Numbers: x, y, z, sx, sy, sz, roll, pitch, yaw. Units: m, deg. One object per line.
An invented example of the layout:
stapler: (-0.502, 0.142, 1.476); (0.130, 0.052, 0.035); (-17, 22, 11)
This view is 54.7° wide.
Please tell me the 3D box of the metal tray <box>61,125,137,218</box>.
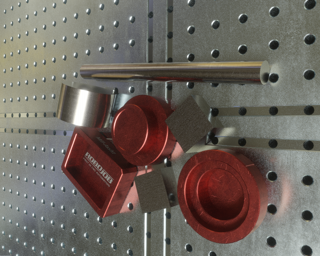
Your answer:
metal tray: (-0.101, 0.065, 0.489); (0.130, 0.030, 0.089); (38, 114, 33)

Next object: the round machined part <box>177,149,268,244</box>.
round machined part: (0.071, 0.071, 0.340); (0.098, 0.042, 0.097); (0, 90, 40)

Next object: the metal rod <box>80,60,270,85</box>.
metal rod: (-0.006, -0.075, 0.414); (0.300, 0.025, 0.025); (9, 96, 39)

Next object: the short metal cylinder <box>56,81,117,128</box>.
short metal cylinder: (-0.110, -0.036, 0.464); (0.080, 0.081, 0.050); (23, 104, 38)

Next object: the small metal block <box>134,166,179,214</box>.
small metal block: (-0.003, 0.083, 0.413); (0.050, 0.025, 0.050); (-24, 75, 37)

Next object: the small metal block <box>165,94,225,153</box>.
small metal block: (0.041, -0.005, 0.376); (0.050, 0.025, 0.050); (-46, 63, 30)

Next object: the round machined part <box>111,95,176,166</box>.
round machined part: (-0.028, 0.003, 0.421); (0.098, 0.042, 0.097); (-3, 85, 39)
